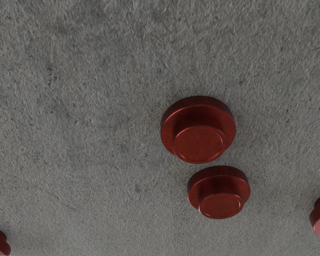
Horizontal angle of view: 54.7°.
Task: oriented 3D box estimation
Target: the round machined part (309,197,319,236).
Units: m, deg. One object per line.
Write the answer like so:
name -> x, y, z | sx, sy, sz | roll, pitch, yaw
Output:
round machined part -> 0.301, 0.142, 0.519 | 0.099, 0.042, 0.097 | 0, 130, 0

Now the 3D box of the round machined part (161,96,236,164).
round machined part -> 0.050, 0.010, 0.404 | 0.099, 0.042, 0.097 | 0, 130, 0

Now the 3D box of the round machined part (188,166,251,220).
round machined part -> 0.093, 0.107, 0.488 | 0.099, 0.042, 0.097 | 0, 130, 0

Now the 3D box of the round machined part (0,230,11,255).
round machined part -> -0.330, 0.221, 0.581 | 0.099, 0.042, 0.097 | 0, 130, 0
